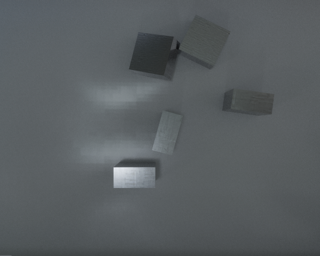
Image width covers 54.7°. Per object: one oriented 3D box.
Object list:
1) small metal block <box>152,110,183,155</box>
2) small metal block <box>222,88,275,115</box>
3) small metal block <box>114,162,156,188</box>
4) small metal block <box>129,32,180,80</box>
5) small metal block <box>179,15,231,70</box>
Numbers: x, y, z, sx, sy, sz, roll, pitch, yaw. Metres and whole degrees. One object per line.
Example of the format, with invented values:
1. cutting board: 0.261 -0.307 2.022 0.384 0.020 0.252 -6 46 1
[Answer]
1. small metal block: 0.009 0.006 0.399 0.025 0.050 0.050 15 90 0
2. small metal block: 0.112 -0.032 0.400 0.050 0.050 0.025 8 90 -1
3. small metal block: -0.031 0.060 0.399 0.050 0.050 0.025 0 90 -1
4. small metal block: -0.007 -0.093 0.403 0.050 0.025 0.050 14 90 23
5. small metal block: 0.058 -0.113 0.412 0.050 0.025 0.050 26 90 -1
